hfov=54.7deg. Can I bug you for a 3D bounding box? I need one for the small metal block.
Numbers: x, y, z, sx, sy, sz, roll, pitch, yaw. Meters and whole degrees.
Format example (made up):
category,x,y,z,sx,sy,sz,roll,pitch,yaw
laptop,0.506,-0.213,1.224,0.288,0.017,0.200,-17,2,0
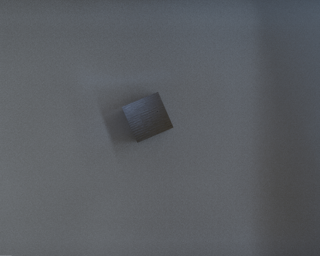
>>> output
category,x,y,z,sx,sy,sz,roll,pitch,yaw
small metal block,-0.016,-0.014,0.408,0.050,0.025,0.050,-23,90,-1
